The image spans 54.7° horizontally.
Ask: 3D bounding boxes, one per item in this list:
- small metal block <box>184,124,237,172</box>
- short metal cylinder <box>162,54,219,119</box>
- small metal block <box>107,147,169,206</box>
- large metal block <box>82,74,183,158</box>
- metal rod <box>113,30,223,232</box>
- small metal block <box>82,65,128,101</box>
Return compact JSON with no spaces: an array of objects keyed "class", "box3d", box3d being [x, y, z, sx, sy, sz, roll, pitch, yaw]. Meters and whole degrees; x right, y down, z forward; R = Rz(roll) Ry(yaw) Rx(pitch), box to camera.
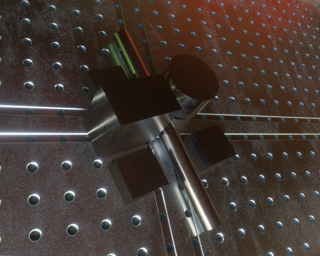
[{"class":"small metal block","box3d":[0.070,0.027,0.431,0.050,0.025,0.050,-16,70,-35]},{"class":"short metal cylinder","box3d":[0.038,-0.060,0.450,0.081,0.050,0.080,14,56,-21]},{"class":"small metal block","box3d":[-0.026,0.055,0.362,0.050,0.025,0.050,-17,71,-35]},{"class":"large metal block","box3d":[-0.035,-0.014,0.362,0.081,0.080,0.050,-17,71,-35]},{"class":"metal rod","box3d":[0.003,-0.009,0.416,0.025,0.025,0.299,-13,69,-34]},{"class":"small metal block","box3d":[-0.066,-0.051,0.405,0.050,0.025,0.050,-19,72,-36]}]
